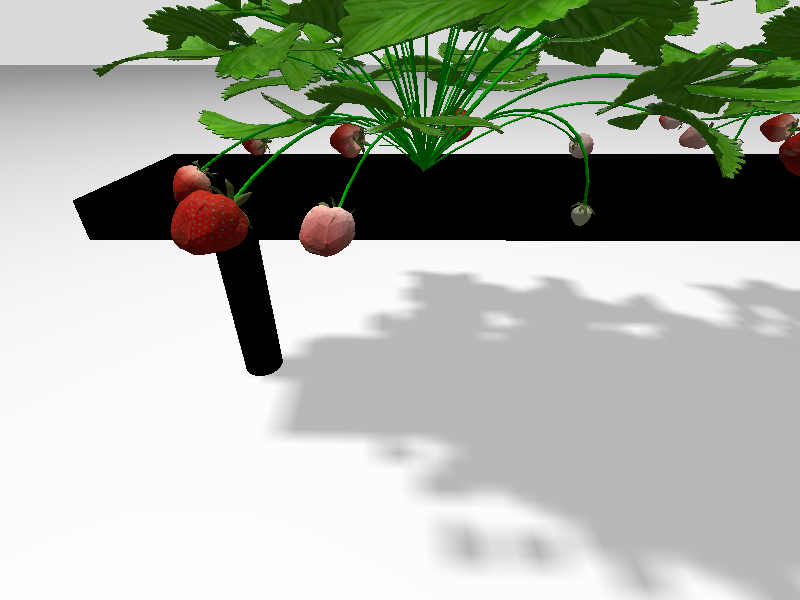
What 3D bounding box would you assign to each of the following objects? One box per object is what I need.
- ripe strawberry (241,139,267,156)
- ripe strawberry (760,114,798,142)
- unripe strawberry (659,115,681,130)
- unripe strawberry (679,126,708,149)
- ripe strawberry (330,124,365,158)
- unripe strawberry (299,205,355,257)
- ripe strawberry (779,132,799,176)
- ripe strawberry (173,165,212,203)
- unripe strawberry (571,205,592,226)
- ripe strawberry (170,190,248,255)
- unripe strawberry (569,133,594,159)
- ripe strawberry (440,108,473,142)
[{"bbox_3d":[-0.141,-0.154,0.387,0.024,0.026,0.022,10,33,17],"label":"ripe strawberry"},{"bbox_3d":[0.424,-0.194,0.451,0.028,0.030,0.031,-10,33,-16],"label":"ripe strawberry"},{"bbox_3d":[0.347,-0.232,0.513,0.027,0.023,0.027,-17,35,-26],"label":"unripe strawberry"},{"bbox_3d":[0.299,-0.165,0.406,0.026,0.025,0.028,-12,22,34],"label":"unripe strawberry"},{"bbox_3d":[-0.050,-0.150,0.376,0.031,0.031,0.034,19,37,29],"label":"ripe strawberry"},{"bbox_3d":[-0.036,-0.032,0.192,0.028,0.025,0.025,10,-38,15],"label":"unripe strawberry"},{"bbox_3d":[0.320,-0.114,0.309,0.041,0.040,0.045,-6,32,-8],"label":"ripe strawberry"},{"bbox_3d":[-0.137,-0.074,0.262,0.022,0.026,0.026,35,6,-42],"label":"ripe strawberry"},{"bbox_3d":[0.096,-0.045,0.212,0.011,0.011,0.010,-15,35,-23],"label":"unripe strawberry"},{"bbox_3d":[-0.093,-0.035,0.192,0.035,0.031,0.031,19,-34,28],"label":"ripe strawberry"},{"bbox_3d":[0.173,-0.145,0.380,0.022,0.022,0.021,17,23,-29],"label":"unripe strawberry"},{"bbox_3d":[0.062,-0.193,0.441,0.039,0.035,0.036,10,33,15],"label":"ripe strawberry"}]
